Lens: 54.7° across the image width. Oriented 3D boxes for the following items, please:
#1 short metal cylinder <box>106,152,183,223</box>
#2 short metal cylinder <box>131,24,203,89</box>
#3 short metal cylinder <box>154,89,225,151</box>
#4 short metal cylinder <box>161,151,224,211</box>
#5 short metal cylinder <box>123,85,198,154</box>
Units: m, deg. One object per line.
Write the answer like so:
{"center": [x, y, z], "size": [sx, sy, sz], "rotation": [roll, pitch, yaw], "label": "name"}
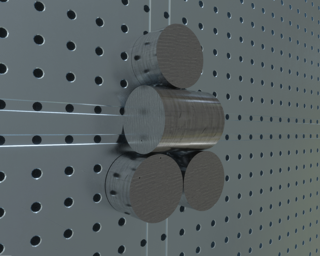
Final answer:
{"center": [-0.018, 0.070, 0.378], "size": [0.081, 0.050, 0.079], "rotation": [0, 90, -40], "label": "short metal cylinder"}
{"center": [0.010, -0.089, 0.403], "size": [0.081, 0.050, 0.079], "rotation": [0, 90, -40], "label": "short metal cylinder"}
{"center": [0.037, -0.010, 0.407], "size": [0.050, 0.080, 0.079], "rotation": [1, 90, -40], "label": "short metal cylinder"}
{"center": [0.044, 0.070, 0.430], "size": [0.081, 0.050, 0.079], "rotation": [0, 90, -40], "label": "short metal cylinder"}
{"center": [-0.001, -0.010, 0.375], "size": [0.050, 0.080, 0.079], "rotation": [1, 90, -40], "label": "short metal cylinder"}
